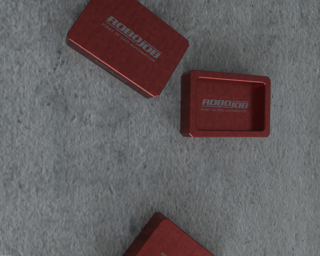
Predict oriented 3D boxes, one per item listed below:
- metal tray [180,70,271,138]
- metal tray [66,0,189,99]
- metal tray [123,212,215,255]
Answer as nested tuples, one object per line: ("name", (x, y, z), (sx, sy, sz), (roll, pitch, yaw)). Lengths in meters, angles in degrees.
("metal tray", (0.095, -0.031, 0.442), (0.131, 0.030, 0.089), (1, 90, -21))
("metal tray", (-0.038, -0.108, 0.393), (0.130, 0.030, 0.090), (33, 79, -17))
("metal tray", (0.020, 0.188, 0.415), (0.130, 0.030, 0.090), (42, 76, -16))
